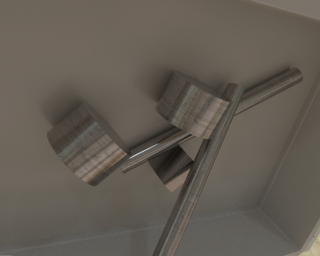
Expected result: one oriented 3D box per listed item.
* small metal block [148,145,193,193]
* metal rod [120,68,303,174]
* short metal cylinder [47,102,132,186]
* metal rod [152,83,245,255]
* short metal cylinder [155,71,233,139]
[{"bbox_3d":[0.019,0.054,0.438,0.050,0.050,0.025,-39,129,-3],"label":"small metal block"},{"bbox_3d":[0.078,-0.016,0.443,0.302,0.025,0.025,-26,128,-12],"label":"metal rod"},{"bbox_3d":[-0.076,0.017,0.343,0.050,0.080,0.080,-41,130,-1],"label":"short metal cylinder"},{"bbox_3d":[0.042,0.078,0.403,0.025,0.025,0.299,32,79,-38],"label":"metal rod"},{"bbox_3d":[0.041,-0.029,0.380,0.081,0.080,0.050,16,110,-35],"label":"short metal cylinder"}]
